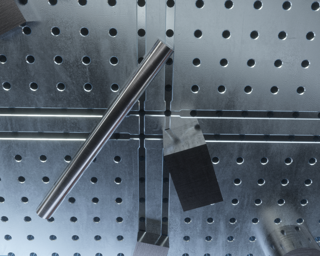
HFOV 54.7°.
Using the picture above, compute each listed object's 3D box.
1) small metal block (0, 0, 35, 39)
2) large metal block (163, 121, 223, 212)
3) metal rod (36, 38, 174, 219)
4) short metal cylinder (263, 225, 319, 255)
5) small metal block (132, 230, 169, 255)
[{"bbox_3d":[-0.186,-0.137,0.360,0.050,0.025,0.050,-24,109,8],"label":"small metal block"},{"bbox_3d":[0.040,0.046,0.402,0.050,0.080,0.080,-17,110,6],"label":"large metal block"},{"bbox_3d":[-0.082,0.012,0.416,0.025,0.025,0.299,35,106,-12],"label":"metal rod"},{"bbox_3d":[0.207,0.198,0.476,0.081,0.050,0.079,0,110,-1],"label":"short metal cylinder"},{"bbox_3d":[-0.017,0.193,0.485,0.050,0.025,0.050,14,109,-6],"label":"small metal block"}]
